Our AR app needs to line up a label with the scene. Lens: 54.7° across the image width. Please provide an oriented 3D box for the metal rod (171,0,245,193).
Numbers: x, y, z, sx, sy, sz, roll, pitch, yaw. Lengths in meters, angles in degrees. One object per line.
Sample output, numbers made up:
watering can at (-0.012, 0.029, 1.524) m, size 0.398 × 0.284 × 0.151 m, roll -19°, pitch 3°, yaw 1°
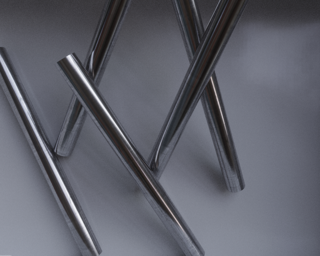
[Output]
metal rod at (0.054, -0.050, 0.354) m, size 0.025 × 0.025 × 0.298 m, roll -20°, pitch 114°, yaw 0°

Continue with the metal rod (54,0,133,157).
metal rod at (-0.066, -0.088, 0.345) m, size 0.025 × 0.025 × 0.298 m, roll 28°, pitch 117°, yaw -1°

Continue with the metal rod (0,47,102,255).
metal rod at (-0.152, 0.034, 0.409) m, size 0.025 × 0.025 × 0.299 m, roll -25°, pitch 90°, yaw 0°

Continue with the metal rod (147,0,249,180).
metal rod at (0.034, -0.041, 0.334) m, size 0.025 × 0.025 × 0.298 m, roll 24°, pitch 122°, yaw -1°

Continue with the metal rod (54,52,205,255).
metal rod at (-0.026, 0.048, 0.371) m, size 0.025 × 0.025 × 0.299 m, roll -32°, pitch 106°, yaw 0°
